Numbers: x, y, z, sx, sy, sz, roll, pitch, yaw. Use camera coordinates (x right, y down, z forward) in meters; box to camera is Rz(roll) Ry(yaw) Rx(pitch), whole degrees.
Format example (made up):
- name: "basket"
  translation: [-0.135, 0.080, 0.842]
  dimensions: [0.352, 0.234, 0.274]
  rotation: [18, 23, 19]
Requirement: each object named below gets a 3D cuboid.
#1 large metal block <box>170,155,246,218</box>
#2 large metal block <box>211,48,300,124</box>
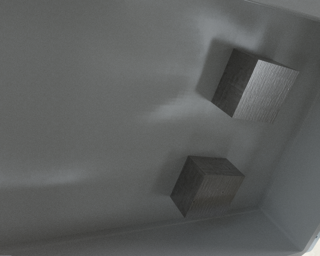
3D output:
- name: "large metal block"
  translation: [0.074, 0.093, 0.490]
  dimensions: [0.081, 0.050, 0.079]
  rotation: [8, 115, -32]
- name: "large metal block"
  translation: [0.130, -0.056, 0.429]
  dimensions: [0.081, 0.050, 0.079]
  rotation: [6, 115, -31]
